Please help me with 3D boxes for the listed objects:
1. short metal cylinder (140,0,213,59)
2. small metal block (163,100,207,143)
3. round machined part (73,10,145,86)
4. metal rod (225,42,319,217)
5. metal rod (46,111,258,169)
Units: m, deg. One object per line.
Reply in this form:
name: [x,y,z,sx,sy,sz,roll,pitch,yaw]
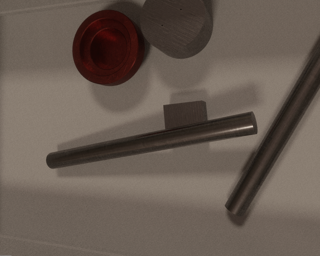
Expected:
short metal cylinder: [0.022,-0.132,0.389,0.080,0.050,0.079,0,90,19]
small metal block: [0.034,-0.007,0.398,0.050,0.025,0.050,-5,88,19]
round machined part: [-0.066,-0.106,0.424,0.098,0.042,0.097,0,90,19]
metal rod: [0.158,-0.030,0.354,0.025,0.025,0.298,30,99,17]
metal rod: [-0.030,0.022,0.399,0.300,0.025,0.025,-12,86,27]
